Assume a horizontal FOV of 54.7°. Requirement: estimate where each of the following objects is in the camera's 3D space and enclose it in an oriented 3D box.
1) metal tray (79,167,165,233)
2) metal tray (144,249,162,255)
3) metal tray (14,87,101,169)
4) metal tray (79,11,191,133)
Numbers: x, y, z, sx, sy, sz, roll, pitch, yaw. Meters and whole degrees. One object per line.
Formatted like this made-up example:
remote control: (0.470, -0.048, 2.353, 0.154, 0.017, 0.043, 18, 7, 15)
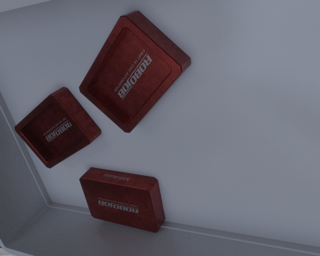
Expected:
metal tray: (-0.062, 0.117, 0.508, 0.130, 0.030, 0.089, 5, 121, 25)
metal tray: (-0.004, 0.296, 0.590, 0.090, 0.030, 0.129, 27, 128, 11)
metal tray: (-0.165, 0.004, 0.492, 0.130, 0.030, 0.090, -29, 103, 37)
metal tray: (-0.036, -0.064, 0.383, 0.090, 0.030, 0.129, 42, 129, -2)
